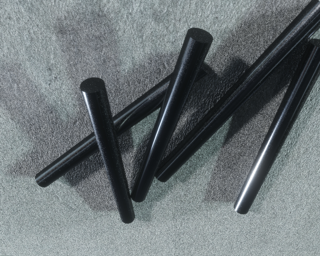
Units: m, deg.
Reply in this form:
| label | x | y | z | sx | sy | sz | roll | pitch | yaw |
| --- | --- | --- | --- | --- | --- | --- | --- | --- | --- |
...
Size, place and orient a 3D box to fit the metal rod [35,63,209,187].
| label | x | y | z | sx | sy | sz | roll | pitch | yaw |
| --- | --- | --- | --- | --- | --- | --- | --- | --- | --- |
| metal rod | -0.066 | 0.004 | 0.409 | 0.299 | 0.025 | 0.025 | -34 | 123 | 25 |

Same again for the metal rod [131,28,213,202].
| label | x | y | z | sx | sy | sz | roll | pitch | yaw |
| --- | --- | --- | --- | --- | --- | --- | --- | --- | --- |
| metal rod | 0.001 | 0.012 | 0.393 | 0.025 | 0.025 | 0.298 | 11 | 137 | -9 |

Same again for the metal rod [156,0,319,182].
| label | x | y | z | sx | sy | sz | roll | pitch | yaw |
| --- | --- | --- | --- | --- | --- | --- | --- | --- | --- |
| metal rod | 0.082 | -0.025 | 0.386 | 0.025 | 0.025 | 0.298 | 26 | 125 | -20 |

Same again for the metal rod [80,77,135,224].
| label | x | y | z | sx | sy | sz | roll | pitch | yaw |
| --- | --- | --- | --- | --- | --- | --- | --- | --- | --- |
| metal rod | -0.062 | 0.055 | 0.427 | 0.025 | 0.025 | 0.298 | -2 | 138 | 2 |

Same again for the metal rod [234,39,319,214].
| label | x | y | z | sx | sy | sz | roll | pitch | yaw |
| --- | --- | --- | --- | --- | --- | --- | --- | --- | --- |
| metal rod | 0.155 | 0.023 | 0.427 | 0.025 | 0.025 | 0.298 | 5 | 130 | -5 |
